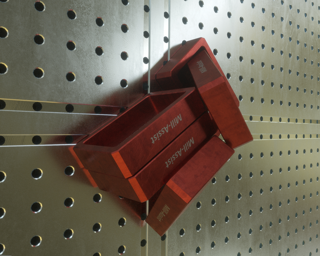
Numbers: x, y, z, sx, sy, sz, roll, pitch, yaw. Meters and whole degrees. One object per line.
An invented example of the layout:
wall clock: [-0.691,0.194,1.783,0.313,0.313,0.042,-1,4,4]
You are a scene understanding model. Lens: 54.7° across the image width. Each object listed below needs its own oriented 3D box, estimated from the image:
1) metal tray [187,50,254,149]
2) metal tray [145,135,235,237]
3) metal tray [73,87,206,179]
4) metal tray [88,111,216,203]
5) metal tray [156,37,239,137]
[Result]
metal tray: [0.073,-0.041,0.398,0.090,0.030,0.130,58,12,-24]
metal tray: [0.033,0.074,0.379,0.030,0.129,0.091,41,56,14]
metal tray: [-0.022,0.000,0.350,0.131,0.090,0.030,-40,115,-33]
metal tray: [-0.008,0.025,0.360,0.131,0.090,0.030,-40,115,-33]
metal tray: [0.061,-0.054,0.458,0.090,0.030,0.130,-51,120,-28]
